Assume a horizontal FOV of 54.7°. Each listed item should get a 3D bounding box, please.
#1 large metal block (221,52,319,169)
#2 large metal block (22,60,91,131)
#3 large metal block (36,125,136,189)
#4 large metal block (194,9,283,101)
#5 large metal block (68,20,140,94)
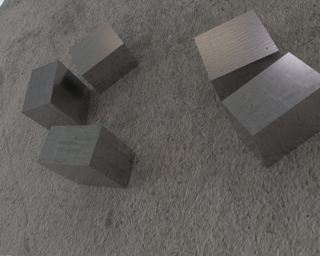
[{"bbox_3d":[0.119,-0.014,0.315,0.080,0.080,0.050,-37,51,4],"label":"large metal block"},{"bbox_3d":[-0.155,-0.043,0.477,0.050,0.080,0.080,-16,55,19],"label":"large metal block"},{"bbox_3d":[-0.090,0.038,0.393,0.080,0.080,0.050,-1,62,28],"label":"large metal block"},{"bbox_3d":[0.098,-0.090,0.392,0.080,0.050,0.080,-23,53,14],"label":"large metal block"},{"bbox_3d":[-0.093,-0.117,0.509,0.080,0.050,0.080,-37,51,3],"label":"large metal block"}]
